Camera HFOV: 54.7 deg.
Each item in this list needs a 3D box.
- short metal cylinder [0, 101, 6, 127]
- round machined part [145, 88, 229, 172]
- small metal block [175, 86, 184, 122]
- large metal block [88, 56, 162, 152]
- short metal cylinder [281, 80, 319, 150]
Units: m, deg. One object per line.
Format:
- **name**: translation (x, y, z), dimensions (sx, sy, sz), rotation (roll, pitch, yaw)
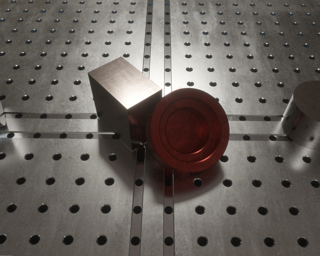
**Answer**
- **short metal cylinder**: translation (-0.240, -0.033, 0.396), dimensions (0.050, 0.080, 0.080), rotation (-20, 53, -16)
- **round machined part**: translation (0.030, 0.004, 0.373), dimensions (0.099, 0.042, 0.097), rotation (2, 84, -17)
- **small metal block**: translation (0.029, -0.025, 0.429), dimensions (0.050, 0.025, 0.050), rotation (-37, 59, -27)
- **large metal block**: translation (-0.043, -0.031, 0.397), dimensions (0.050, 0.080, 0.080), rotation (-33, 58, -25)
- **short metal cylinder**: translation (0.209, -0.018, 0.409), dimensions (0.081, 0.050, 0.080), rotation (0, 50, 0)
